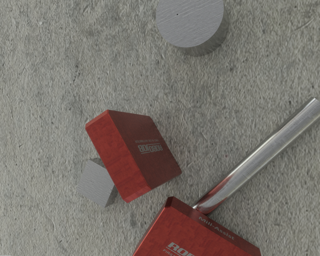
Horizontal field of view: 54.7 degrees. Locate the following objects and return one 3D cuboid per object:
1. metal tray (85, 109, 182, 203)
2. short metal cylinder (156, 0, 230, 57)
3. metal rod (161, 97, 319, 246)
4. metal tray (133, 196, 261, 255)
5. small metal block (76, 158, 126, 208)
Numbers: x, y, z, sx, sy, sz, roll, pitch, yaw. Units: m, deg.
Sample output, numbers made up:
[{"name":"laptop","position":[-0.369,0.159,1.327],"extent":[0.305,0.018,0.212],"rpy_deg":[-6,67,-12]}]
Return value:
[{"name":"metal tray","position":[-0.023,0.028,0.360],"extent":[0.030,0.130,0.090],"rpy_deg":[-33,80,15]},{"name":"short metal cylinder","position":[0.041,-0.133,0.381],"extent":[0.080,0.050,0.079],"rpy_deg":[0,90,19]},{"name":"metal rod","position":[0.077,0.077,0.381],"extent":[0.299,0.025,0.025],"rpy_deg":[-46,76,14]},{"name":"metal tray","position":[0.043,0.154,0.371],"extent":[0.130,0.030,0.090],"rpy_deg":[31,104,2]},{"name":"small metal block","position":[-0.083,0.076,0.437],"extent":[0.050,0.025,0.050],"rpy_deg":[26,98,17]}]
